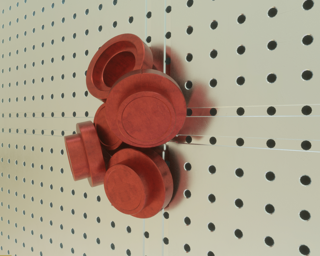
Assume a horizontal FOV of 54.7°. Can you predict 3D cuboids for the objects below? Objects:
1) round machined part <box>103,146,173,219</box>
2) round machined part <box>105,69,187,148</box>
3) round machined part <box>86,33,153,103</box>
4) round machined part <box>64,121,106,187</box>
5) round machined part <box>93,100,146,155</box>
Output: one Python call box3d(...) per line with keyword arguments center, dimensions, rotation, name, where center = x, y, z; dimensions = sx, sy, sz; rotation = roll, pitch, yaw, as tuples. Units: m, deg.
box3d(center=(-0.035, 0.074, 0.409), dimensions=(0.098, 0.042, 0.097), rotation=(9, 106, 32), name="round machined part")
box3d(center=(-0.017, -0.018, 0.372), dimensions=(0.042, 0.099, 0.097), rotation=(-99, 34, -65), name="round machined part")
box3d(center=(-0.050, -0.076, 0.423), dimensions=(0.098, 0.042, 0.098), rotation=(-14, 62, 28), name="round machined part")
box3d(center=(-0.113, 0.041, 0.458), dimensions=(0.098, 0.042, 0.097), rotation=(167, 90, -70), name="round machined part")
box3d(center=(-0.058, -0.003, 0.442), dimensions=(0.098, 0.042, 0.097), rotation=(0, 90, 39), name="round machined part")
